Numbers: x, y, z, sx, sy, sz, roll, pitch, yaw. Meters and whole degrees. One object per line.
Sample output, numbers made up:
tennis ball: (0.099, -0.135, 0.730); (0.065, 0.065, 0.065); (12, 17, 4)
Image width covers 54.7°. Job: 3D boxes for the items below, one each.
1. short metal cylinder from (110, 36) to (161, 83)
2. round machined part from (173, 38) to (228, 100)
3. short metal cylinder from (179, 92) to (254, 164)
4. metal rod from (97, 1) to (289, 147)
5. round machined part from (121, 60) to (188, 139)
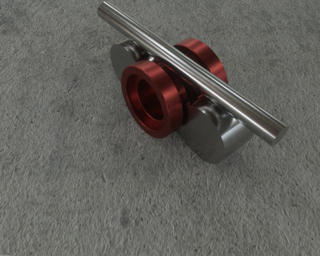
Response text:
short metal cylinder: (-0.028, -0.092, 0.445); (0.050, 0.080, 0.080); (-32, 57, -24)
round machined part: (0.040, -0.066, 0.413); (0.042, 0.098, 0.098); (-35, 58, -20)
short metal cylinder: (0.065, -0.004, 0.373); (0.050, 0.080, 0.080); (-32, 57, -24)
metal rod: (0.018, -0.080, 0.369); (0.025, 0.025, 0.300); (-33, 58, -25)
round machined part: (-0.003, -0.039, 0.389); (0.042, 0.097, 0.098); (-30, 56, -28)
